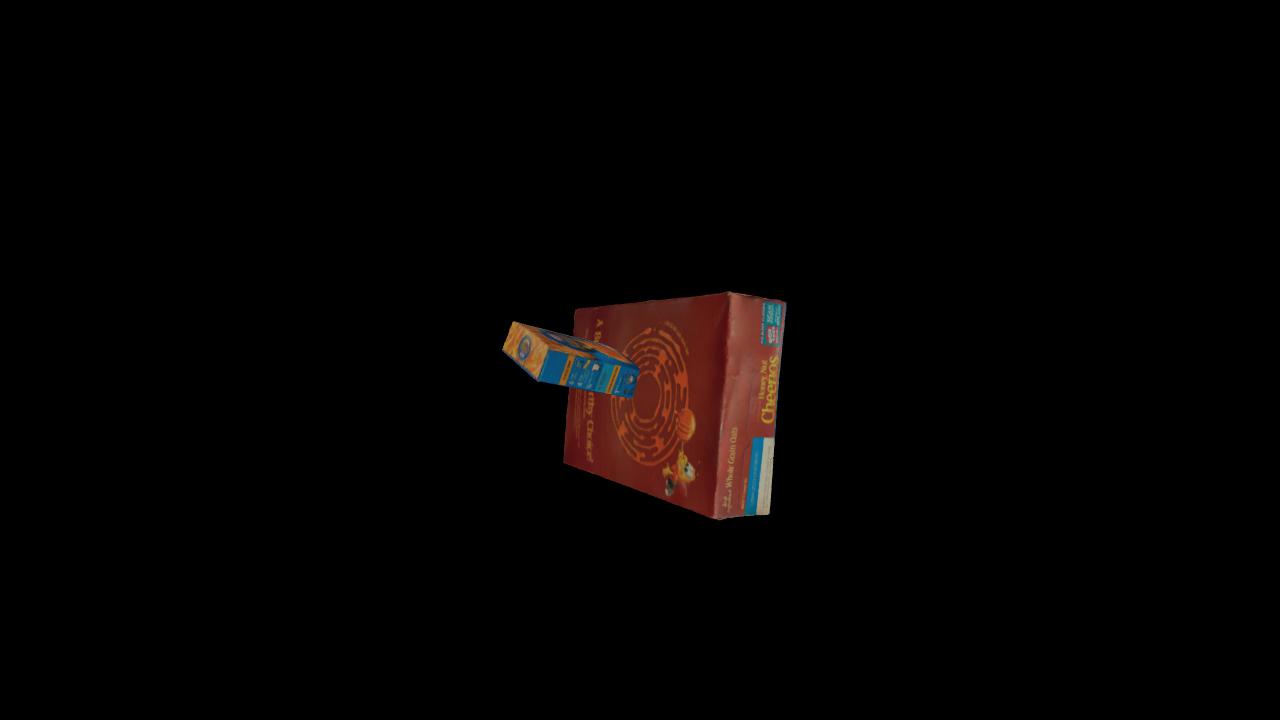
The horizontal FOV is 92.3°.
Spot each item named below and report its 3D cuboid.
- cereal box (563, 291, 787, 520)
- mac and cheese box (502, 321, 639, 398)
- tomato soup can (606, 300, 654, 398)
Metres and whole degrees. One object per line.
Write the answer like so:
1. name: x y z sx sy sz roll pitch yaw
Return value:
1. cereal box: 0.020 0.039 0.675 0.081 0.203 0.306 5 -2 -34
2. mac and cheese box: -0.044 0.007 0.663 0.184 0.041 0.093 14 12 -38
3. tomato soup can: 0.035 -0.026 0.763 0.068 0.068 0.101 0 -14 31
